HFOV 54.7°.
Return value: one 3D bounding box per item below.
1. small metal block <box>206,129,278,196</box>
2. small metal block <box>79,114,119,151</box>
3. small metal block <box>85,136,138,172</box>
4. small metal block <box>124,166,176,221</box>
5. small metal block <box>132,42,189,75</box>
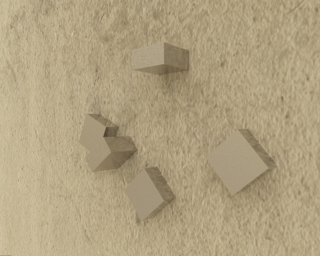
[{"bbox_3d":[0.086,0.036,0.333,0.050,0.025,0.050,-48,62,29],"label":"small metal block"},{"bbox_3d":[-0.096,0.011,0.482,0.050,0.025,0.050,30,109,35],"label":"small metal block"},{"bbox_3d":[-0.069,0.037,0.444,0.050,0.050,0.025,-44,64,31],"label":"small metal block"},{"bbox_3d":[-0.014,0.088,0.415,0.050,0.025,0.050,-48,62,29],"label":"small metal block"},{"bbox_3d":[0.001,-0.085,0.386,0.050,0.050,0.025,-1,89,39],"label":"small metal block"}]
